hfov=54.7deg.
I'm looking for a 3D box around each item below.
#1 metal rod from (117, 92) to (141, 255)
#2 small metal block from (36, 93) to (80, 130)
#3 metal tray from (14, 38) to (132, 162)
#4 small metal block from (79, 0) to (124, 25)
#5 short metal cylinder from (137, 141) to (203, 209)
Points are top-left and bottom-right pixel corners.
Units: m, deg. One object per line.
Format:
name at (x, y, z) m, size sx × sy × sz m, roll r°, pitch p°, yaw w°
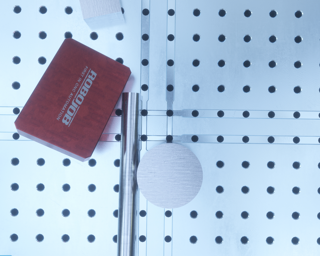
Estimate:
metal rod at (-0.043, 0.103, 0.412) m, size 0.025 × 0.025 × 0.298 m, roll 2°, pitch 90°, yaw 0°
small metal block at (-0.124, -0.017, 0.400) m, size 0.050 × 0.050 × 0.025 m, roll -39°, pitch 90°, yaw 0°
metal tray at (-0.102, -0.035, 0.379) m, size 0.090 × 0.030 × 0.130 m, roll 26°, pitch 68°, yaw -11°
small metal block at (-0.080, -0.170, 0.412) m, size 0.050 × 0.025 × 0.050 m, roll -12°, pitch 90°, yaw 0°
short metal cylinder at (0.012, 0.058, 0.401) m, size 0.081 × 0.050 × 0.080 m, roll 0°, pitch 90°, yaw 0°
